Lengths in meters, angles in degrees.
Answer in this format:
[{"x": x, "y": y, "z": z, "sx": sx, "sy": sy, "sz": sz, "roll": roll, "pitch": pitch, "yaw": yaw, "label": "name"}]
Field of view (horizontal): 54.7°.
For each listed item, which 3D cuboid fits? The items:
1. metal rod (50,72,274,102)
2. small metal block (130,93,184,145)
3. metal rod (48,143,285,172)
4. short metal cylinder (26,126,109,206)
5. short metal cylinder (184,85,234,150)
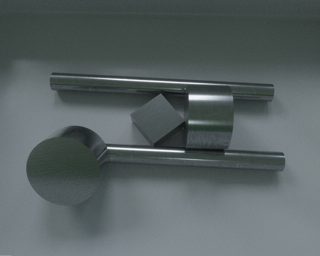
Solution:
[{"x": 0.003, "y": -0.056, "z": 0.428, "sx": 0.302, "sy": 0.025, "sz": 0.025, "roll": 3, "pitch": 70, "yaw": 0, "label": "metal rod"}, {"x": -0.003, "y": -0.009, "z": 0.411, "sx": 0.050, "sy": 0.025, "sz": 0.050, "roll": -36, "pitch": 74, "yaw": -13, "label": "small metal block"}, {"x": 0.004, "y": 0.035, "z": 0.395, "sx": 0.302, "sy": 0.025, "sz": 0.025, "roll": 3, "pitch": 70, "yaw": 0, "label": "metal rod"}, {"x": -0.104, "y": 0.042, "z": 0.360, "sx": 0.081, "sy": 0.050, "sz": 0.079, "roll": 0, "pitch": 104, "yaw": 1, "label": "short metal cylinder"}, {"x": 0.057, "y": -0.014, "z": 0.385, "sx": 0.050, "sy": 0.080, "sz": 0.080, "roll": 2, "pitch": 70, "yaw": 0, "label": "short metal cylinder"}]
